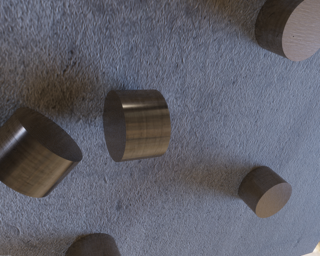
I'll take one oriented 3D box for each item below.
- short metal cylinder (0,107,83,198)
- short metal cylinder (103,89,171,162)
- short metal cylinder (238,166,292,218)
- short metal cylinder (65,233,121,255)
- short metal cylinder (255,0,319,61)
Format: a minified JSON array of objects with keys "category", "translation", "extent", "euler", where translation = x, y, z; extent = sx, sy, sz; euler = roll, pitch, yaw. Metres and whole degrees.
[{"category":"short metal cylinder","translation":[-0.128,0.024,0.316],"extent":[0.050,0.080,0.080],"euler":[-47,129,4]},{"category":"short metal cylinder","translation":[-0.029,-0.004,0.353],"extent":[0.050,0.080,0.079],"euler":[-5,121,-26]},{"category":"short metal cylinder","translation":[0.192,0.117,0.567],"extent":[0.081,0.050,0.079],"euler":[-14,124,-21]},{"category":"short metal cylinder","translation":[-0.097,0.206,0.465],"extent":[0.081,0.050,0.079],"euler":[-14,124,-21]},{"category":"short metal cylinder","translation":[0.172,-0.133,0.402],"extent":[0.081,0.050,0.079],"euler":[-14,124,-21]}]
